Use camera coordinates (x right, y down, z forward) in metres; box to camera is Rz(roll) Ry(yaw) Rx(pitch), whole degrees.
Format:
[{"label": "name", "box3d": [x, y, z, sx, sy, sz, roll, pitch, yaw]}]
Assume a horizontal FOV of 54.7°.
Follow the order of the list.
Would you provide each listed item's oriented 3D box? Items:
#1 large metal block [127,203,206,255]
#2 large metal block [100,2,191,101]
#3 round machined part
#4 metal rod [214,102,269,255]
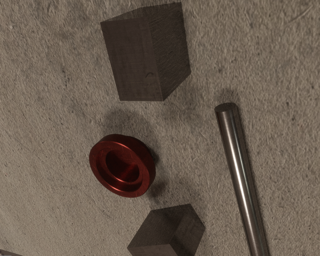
[{"label": "large metal block", "box3d": [0.011, 0.165, 0.466, 0.080, 0.080, 0.050, -21, 107, 35]}, {"label": "large metal block", "box3d": [-0.010, -0.081, 0.325, 0.050, 0.080, 0.079, 3, 120, 26]}, {"label": "round machined part", "box3d": [-0.050, 0.050, 0.452, 0.098, 0.042, 0.097, 13, 124, 20]}, {"label": "metal rod", "box3d": [0.117, 0.107, 0.410, 0.025, 0.025, 0.298, -4, 117, 30]}]
